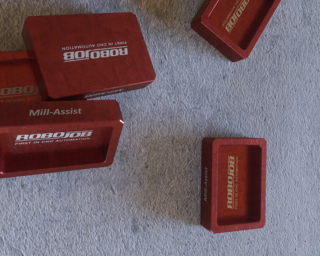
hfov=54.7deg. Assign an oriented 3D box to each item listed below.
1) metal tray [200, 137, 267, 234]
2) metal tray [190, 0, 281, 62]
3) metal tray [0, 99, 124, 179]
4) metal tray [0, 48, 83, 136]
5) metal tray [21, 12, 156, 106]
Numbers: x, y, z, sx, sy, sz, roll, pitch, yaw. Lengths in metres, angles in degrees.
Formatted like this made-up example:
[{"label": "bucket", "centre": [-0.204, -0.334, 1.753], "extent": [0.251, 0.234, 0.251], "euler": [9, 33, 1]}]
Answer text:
[{"label": "metal tray", "centre": [0.106, 0.079, 0.445], "extent": [0.091, 0.030, 0.129], "euler": [1, 90, -20]}, {"label": "metal tray", "centre": [0.114, -0.173, 0.447], "extent": [0.090, 0.030, 0.130], "euler": [35, 79, -17]}, {"label": "metal tray", "centre": [-0.112, 0.012, 0.331], "extent": [0.131, 0.089, 0.030], "euler": [-4, 53, -22]}, {"label": "metal tray", "centre": [-0.152, -0.039, 0.350], "extent": [0.131, 0.030, 0.089], "euler": [-9, 93, -20]}, {"label": "metal tray", "centre": [-0.077, -0.082, 0.355], "extent": [0.131, 0.030, 0.090], "euler": [-16, 86, -32]}]
